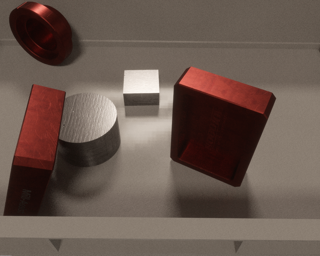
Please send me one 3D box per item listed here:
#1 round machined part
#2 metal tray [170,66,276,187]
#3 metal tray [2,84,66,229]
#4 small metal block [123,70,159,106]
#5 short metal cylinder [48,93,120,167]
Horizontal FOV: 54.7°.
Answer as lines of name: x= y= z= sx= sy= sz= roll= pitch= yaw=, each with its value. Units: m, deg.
round machined part: x=-0.178 y=-0.150 z=0.481 sx=0.098 sy=0.097 sz=0.042 roll=19 pitch=53 yaw=15
metal tray: x=0.060 y=0.004 z=0.334 sx=0.090 sy=0.129 sz=0.030 roll=22 pitch=54 yaw=17
metal tray: x=-0.126 y=0.032 z=0.307 sx=0.030 sy=0.129 sz=0.090 roll=13 pitch=47 yaw=-22
small metal block: x=-0.027 y=-0.059 z=0.455 sx=0.050 sy=0.025 sz=0.050 roll=-1 pitch=50 yaw=-2
short metal cylinder: x=-0.092 y=0.002 z=0.386 sx=0.081 sy=0.050 sz=0.080 roll=0 pitch=50 yaw=0
